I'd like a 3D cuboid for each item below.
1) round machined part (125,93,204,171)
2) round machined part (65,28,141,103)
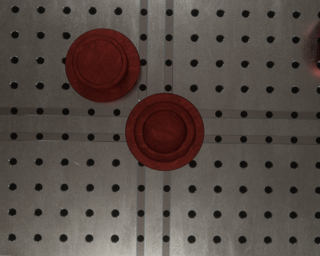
[{"bbox_3d":[0.006,0.005,0.405,0.099,0.042,0.097,0,90,-1],"label":"round machined part"},{"bbox_3d":[-0.075,-0.082,0.404,0.099,0.042,0.097,0,90,-1],"label":"round machined part"}]
